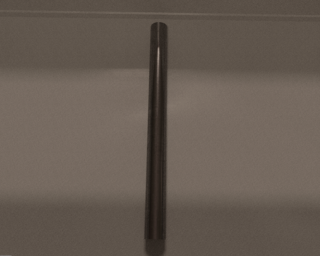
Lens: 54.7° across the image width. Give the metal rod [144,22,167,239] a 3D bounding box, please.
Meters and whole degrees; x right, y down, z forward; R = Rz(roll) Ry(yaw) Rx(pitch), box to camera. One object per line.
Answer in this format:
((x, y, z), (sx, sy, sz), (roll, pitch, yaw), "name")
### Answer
((-0.004, -0.010, 0.413), (0.025, 0.025, 0.299), (1, 70, 0), "metal rod")
